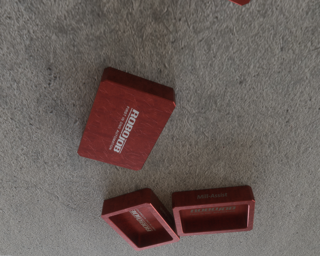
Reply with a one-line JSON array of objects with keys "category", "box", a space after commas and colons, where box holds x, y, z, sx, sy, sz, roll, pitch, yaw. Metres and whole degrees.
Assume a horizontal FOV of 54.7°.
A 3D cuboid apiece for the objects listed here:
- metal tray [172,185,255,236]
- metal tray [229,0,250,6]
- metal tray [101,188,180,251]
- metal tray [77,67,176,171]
[{"category": "metal tray", "box": [0.090, 0.142, 0.525, 0.131, 0.030, 0.089, -6, 130, 5]}, {"category": "metal tray", "box": [0.063, -0.180, 0.251, 0.091, 0.030, 0.129, 17, 128, -14]}, {"category": "metal tray", "box": [-0.031, 0.164, 0.542, 0.090, 0.030, 0.130, -20, 128, 16]}, {"category": "metal tray", "box": [-0.046, -0.006, 0.399, 0.091, 0.030, 0.129, 17, 128, -14]}]
